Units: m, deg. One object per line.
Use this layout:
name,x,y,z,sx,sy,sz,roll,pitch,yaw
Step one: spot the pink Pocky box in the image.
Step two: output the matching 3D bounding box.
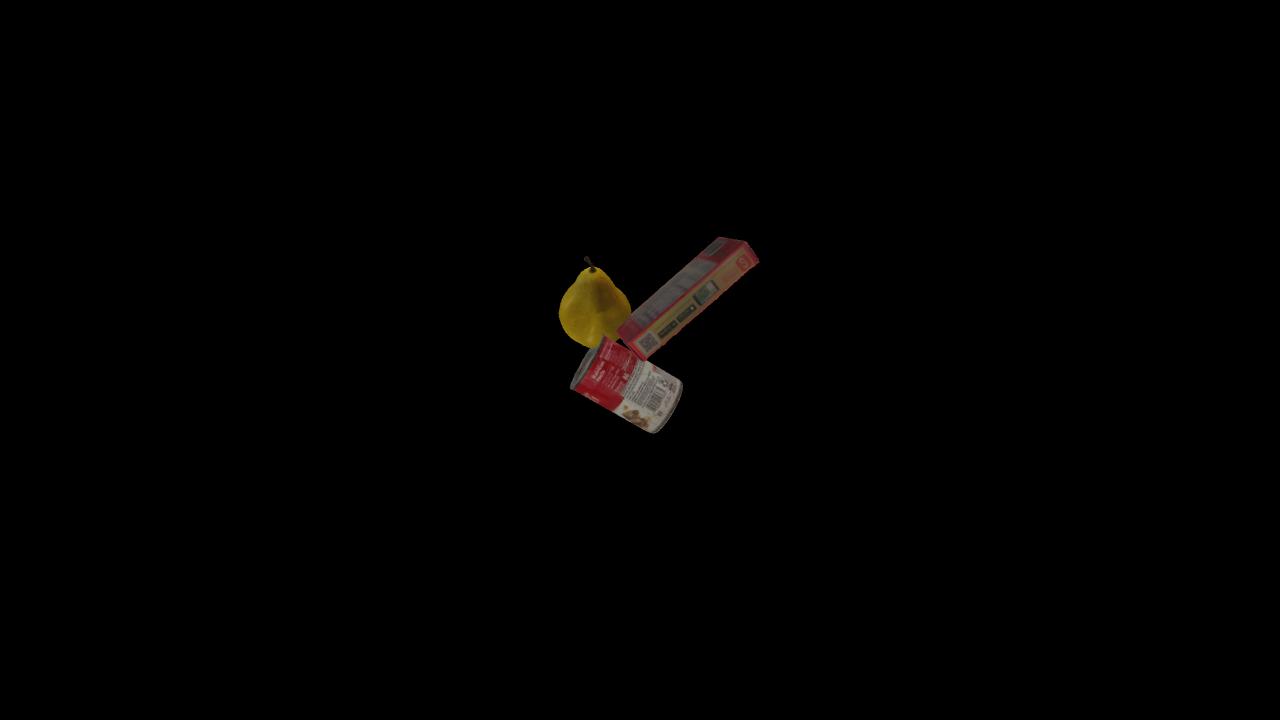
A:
pink Pocky box,0.044,-0.065,0.635,0.155,0.029,0.084,-41,18,0

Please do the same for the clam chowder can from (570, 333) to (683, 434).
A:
clam chowder can,-0.014,0.026,0.652,0.102,0.068,0.068,30,-6,-10

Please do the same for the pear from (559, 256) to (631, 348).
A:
pear,-0.045,-0.066,0.659,0.080,0.080,0.111,0,-37,-14
